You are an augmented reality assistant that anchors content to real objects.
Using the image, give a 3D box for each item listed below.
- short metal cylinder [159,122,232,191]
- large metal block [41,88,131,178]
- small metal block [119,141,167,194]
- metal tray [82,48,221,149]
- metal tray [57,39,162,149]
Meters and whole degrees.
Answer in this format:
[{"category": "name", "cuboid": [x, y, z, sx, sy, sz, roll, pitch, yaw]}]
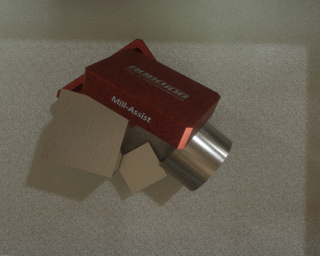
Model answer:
[{"category": "short metal cylinder", "cuboid": [0.043, 0.031, 0.384, 0.050, 0.080, 0.080, 39, 90, -1]}, {"category": "large metal block", "cuboid": [-0.081, 0.006, 0.364, 0.080, 0.050, 0.080, 16, 90, -1]}, {"category": "small metal block", "cuboid": [-0.025, 0.051, 0.410, 0.050, 0.025, 0.050, -29, 90, -1]}, {"category": "metal tray", "cuboid": [-0.008, -0.039, 0.348, 0.130, 0.090, 0.030, 30, 128, 14]}, {"category": "metal tray", "cuboid": [-0.054, -0.043, 0.406, 0.130, 0.030, 0.090, -34, 90, -1]}]
